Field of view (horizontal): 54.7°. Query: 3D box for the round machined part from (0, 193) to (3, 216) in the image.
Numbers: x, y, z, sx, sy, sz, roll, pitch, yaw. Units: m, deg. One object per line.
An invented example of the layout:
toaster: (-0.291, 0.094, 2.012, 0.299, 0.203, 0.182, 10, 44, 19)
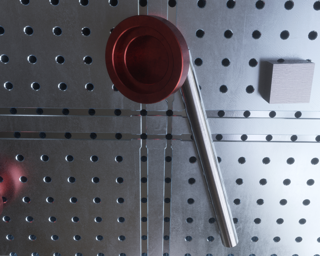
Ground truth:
round machined part: (-0.272, 0.102, 0.439, 0.099, 0.042, 0.097, 0, 110, 0)

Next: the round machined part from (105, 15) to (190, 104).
round machined part: (-0.011, -0.080, 0.362, 0.098, 0.042, 0.097, 9, 111, 24)

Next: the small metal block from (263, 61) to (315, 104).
small metal block: (0.162, -0.059, 0.393, 0.050, 0.025, 0.050, -1, 110, 0)

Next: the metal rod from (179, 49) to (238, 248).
metal rod: (0.066, 0.041, 0.429, 0.025, 0.025, 0.298, -16, 110, 5)
